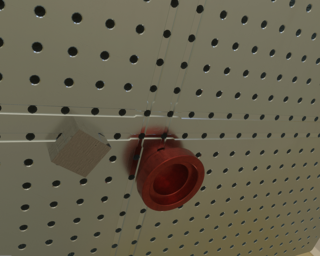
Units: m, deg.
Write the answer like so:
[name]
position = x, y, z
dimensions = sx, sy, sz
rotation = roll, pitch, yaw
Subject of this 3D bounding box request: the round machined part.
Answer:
[round machined part]
position = 0.012, 0.069, 0.449
dimensions = 0.099, 0.042, 0.097
rotation = -14, 124, -21

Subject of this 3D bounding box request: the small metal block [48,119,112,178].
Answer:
[small metal block]
position = -0.096, 0.025, 0.374
dimensions = 0.050, 0.025, 0.050
rotation = -48, 129, 6
